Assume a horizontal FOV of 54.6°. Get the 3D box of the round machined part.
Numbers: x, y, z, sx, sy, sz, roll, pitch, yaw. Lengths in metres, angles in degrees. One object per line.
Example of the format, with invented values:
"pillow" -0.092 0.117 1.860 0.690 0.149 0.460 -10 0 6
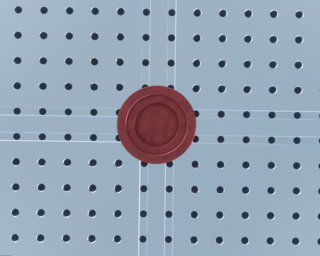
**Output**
"round machined part" -0.004 -0.004 0.404 0.099 0.042 0.097 0 90 0
